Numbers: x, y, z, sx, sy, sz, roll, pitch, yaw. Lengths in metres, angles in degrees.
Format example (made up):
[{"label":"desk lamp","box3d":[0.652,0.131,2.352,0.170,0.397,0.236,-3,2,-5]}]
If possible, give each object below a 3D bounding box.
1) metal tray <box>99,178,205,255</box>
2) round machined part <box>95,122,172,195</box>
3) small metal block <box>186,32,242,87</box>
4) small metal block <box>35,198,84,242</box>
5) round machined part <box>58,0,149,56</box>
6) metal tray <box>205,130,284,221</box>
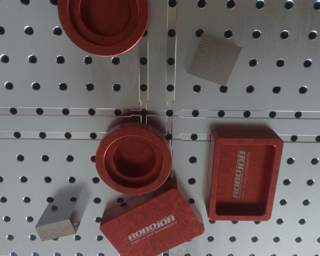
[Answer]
[{"label":"metal tray","box3d":[-0.011,0.142,0.463,0.130,0.030,0.090,-29,108,10]},{"label":"round machined part","box3d":[-0.034,0.037,0.418,0.099,0.042,0.097,0,110,0]},{"label":"small metal block","box3d":[0.065,-0.085,0.382,0.050,0.025,0.050,18,109,-7]},{"label":"small metal block","box3d":[-0.143,0.132,0.447,0.050,0.050,0.025,-14,110,5]},{"label":"round machined part","box3d":[-0.061,-0.134,0.354,0.099,0.042,0.097,0,110,0]},{"label":"metal tray","box3d":[0.115,0.068,0.436,0.091,0.030,0.129,1,110,-1]}]
